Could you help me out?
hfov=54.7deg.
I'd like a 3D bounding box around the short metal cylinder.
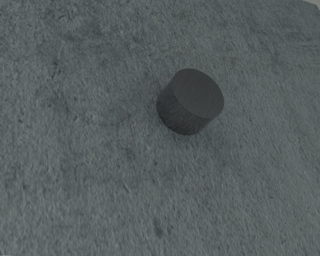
[{"bbox_3d":[0.042,-0.036,0.434,0.081,0.050,0.080,14,56,-21],"label":"short metal cylinder"}]
